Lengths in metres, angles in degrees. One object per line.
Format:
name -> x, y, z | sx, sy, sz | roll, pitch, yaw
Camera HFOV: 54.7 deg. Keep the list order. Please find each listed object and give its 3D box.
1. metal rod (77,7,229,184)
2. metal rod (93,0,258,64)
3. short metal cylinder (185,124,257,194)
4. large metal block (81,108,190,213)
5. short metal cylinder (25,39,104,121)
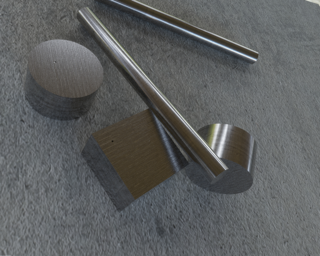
metal rod -> -0.023, -0.056, 0.384 | 0.025, 0.025, 0.300 | -20, 60, -36
metal rod -> 0.038, -0.170, 0.527 | 0.302, 0.025, 0.025 | 16, 55, -19
short metal cylinder -> 0.077, 0.040, 0.385 | 0.080, 0.080, 0.050 | 29, 52, -10
large metal block -> -0.029, 0.035, 0.351 | 0.081, 0.050, 0.080 | -27, 77, -37
short metal cylinder -> -0.112, -0.055, 0.361 | 0.081, 0.050, 0.080 | 14, 56, -21
